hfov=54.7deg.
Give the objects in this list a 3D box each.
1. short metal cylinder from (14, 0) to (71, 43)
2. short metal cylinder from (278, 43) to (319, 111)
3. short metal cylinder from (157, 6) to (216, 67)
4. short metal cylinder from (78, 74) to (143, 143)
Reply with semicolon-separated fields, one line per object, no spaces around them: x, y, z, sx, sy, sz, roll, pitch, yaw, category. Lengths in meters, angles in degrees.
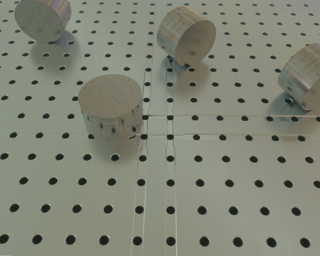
-0.200;-0.196;0.536;0.080;0.080;0.050;4;50;3;short metal cylinder
0.215;-0.071;0.433;0.081;0.080;0.050;-20;53;-16;short metal cylinder
0.042;-0.145;0.494;0.081;0.080;0.050;-28;56;-22;short metal cylinder
-0.063;-0.027;0.413;0.081;0.050;0.080;0;50;0;short metal cylinder
